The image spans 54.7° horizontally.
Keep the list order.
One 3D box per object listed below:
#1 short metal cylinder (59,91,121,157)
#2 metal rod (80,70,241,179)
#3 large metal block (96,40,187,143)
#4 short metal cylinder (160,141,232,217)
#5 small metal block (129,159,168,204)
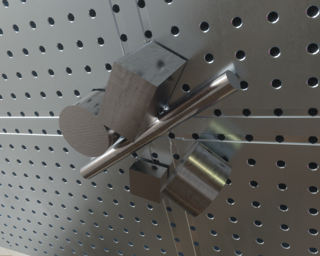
[{"bbox_3d":[-0.093,-0.006,0.435,0.080,0.050,0.079,13,124,21],"label":"short metal cylinder"},{"bbox_3d":[-0.021,0.011,0.425,0.299,0.025,0.025,-32,101,38],"label":"metal rod"},{"bbox_3d":[-0.021,-0.043,0.355,0.050,0.080,0.079,32,129,7],"label":"large metal block"},{"bbox_3d":[0.044,0.063,0.387,0.050,0.080,0.080,37,129,3],"label":"short metal cylinder"},{"bbox_3d":[-0.017,0.080,0.465,0.050,0.025,0.050,14,124,20],"label":"small metal block"}]
